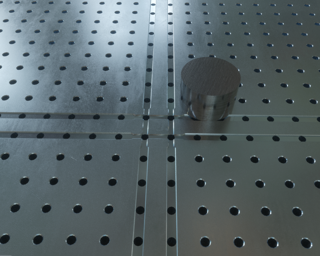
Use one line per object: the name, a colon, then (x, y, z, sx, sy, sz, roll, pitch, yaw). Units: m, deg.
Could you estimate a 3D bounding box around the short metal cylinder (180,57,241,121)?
short metal cylinder: (0.069, -0.056, 0.439, 0.080, 0.050, 0.080, 0, 50, 0)
